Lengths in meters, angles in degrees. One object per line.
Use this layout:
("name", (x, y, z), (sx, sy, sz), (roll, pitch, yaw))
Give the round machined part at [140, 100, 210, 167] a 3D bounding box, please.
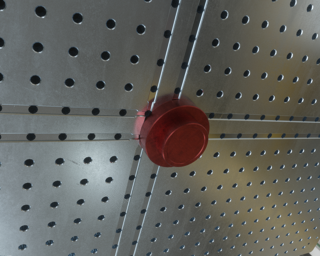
("round machined part", (0.026, 0.014, 0.422), (0.099, 0.042, 0.097), (-14, 124, -21))
